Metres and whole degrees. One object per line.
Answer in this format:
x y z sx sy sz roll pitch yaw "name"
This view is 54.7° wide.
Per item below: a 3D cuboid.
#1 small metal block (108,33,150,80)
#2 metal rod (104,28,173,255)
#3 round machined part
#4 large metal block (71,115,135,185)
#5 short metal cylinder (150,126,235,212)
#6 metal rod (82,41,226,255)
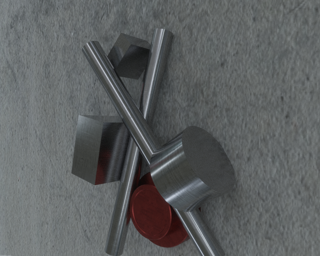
-0.041 -0.096 0.421 0.050 0.050 0.025 -52 60 27 "small metal block"
-0.029 0.020 0.408 0.025 0.025 0.298 15 93 38 "metal rod"
0.000 0.103 0.395 0.098 0.042 0.097 0 90 39 "round machined part"
-0.068 0.027 0.424 0.050 0.081 0.079 15 100 39 "large metal block"
0.036 0.045 0.340 0.050 0.081 0.080 -39 67 33 "short metal cylinder"
-0.015 0.019 0.372 0.025 0.025 0.299 -39 75 33 "metal rod"
